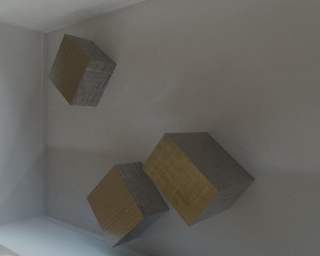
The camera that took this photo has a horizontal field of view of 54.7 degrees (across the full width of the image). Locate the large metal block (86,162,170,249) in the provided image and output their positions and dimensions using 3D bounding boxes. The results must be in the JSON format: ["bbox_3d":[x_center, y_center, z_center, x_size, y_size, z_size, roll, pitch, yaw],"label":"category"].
[{"bbox_3d":[-0.046,0.105,0.429,0.080,0.050,0.080,-48,62,29],"label":"large metal block"}]

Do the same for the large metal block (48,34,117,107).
[{"bbox_3d":[-0.126,-0.091,0.495,0.080,0.050,0.080,45,117,30],"label":"large metal block"}]

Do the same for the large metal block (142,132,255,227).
[{"bbox_3d":[0.042,0.050,0.336,0.080,0.081,0.050,47,118,29],"label":"large metal block"}]
